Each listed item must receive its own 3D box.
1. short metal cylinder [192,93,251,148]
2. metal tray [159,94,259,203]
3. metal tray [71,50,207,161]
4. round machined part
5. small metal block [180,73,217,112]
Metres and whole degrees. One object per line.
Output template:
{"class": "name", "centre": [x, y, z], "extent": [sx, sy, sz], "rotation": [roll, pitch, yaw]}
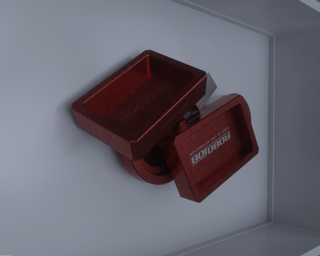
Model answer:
{"class": "short metal cylinder", "centre": [0.093, -0.011, 0.468], "extent": [0.081, 0.050, 0.079], "rotation": [0, 90, -40]}
{"class": "metal tray", "centre": [0.068, 0.022, 0.398], "extent": [0.131, 0.030, 0.090], "rotation": [-31, 109, -31]}
{"class": "metal tray", "centre": [-0.019, -0.033, 0.346], "extent": [0.131, 0.090, 0.030], "rotation": [-44, 149, -32]}
{"class": "round machined part", "centre": [-0.010, 0.020, 0.389], "extent": [0.099, 0.042, 0.097], "rotation": [0, 90, -40]}
{"class": "small metal block", "centre": [0.042, -0.048, 0.425], "extent": [0.050, 0.050, 0.025], "rotation": [-51, 121, -29]}
